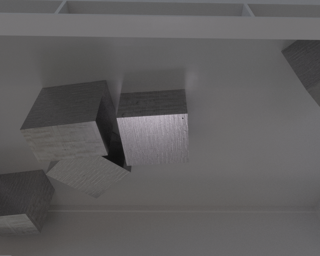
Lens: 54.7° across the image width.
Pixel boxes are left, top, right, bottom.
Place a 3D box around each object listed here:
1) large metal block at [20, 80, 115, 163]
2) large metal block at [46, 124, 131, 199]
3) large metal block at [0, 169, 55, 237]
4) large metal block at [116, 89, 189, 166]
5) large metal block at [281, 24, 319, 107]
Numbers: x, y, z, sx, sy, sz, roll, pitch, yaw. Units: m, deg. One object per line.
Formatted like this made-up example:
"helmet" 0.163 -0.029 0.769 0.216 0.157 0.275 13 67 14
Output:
"large metal block" -0.102 -0.010 0.364 0.080 0.080 0.050 -6 130 5
"large metal block" -0.094 0.043 0.427 0.080 0.050 0.080 34 124 -26
"large metal block" -0.217 0.113 0.467 0.080 0.080 0.050 -7 130 6
"large metal block" -0.006 0.000 0.393 0.080 0.050 0.080 -4 130 3
"large metal block" 0.184 -0.069 0.316 0.080 0.080 0.050 -36 121 27
